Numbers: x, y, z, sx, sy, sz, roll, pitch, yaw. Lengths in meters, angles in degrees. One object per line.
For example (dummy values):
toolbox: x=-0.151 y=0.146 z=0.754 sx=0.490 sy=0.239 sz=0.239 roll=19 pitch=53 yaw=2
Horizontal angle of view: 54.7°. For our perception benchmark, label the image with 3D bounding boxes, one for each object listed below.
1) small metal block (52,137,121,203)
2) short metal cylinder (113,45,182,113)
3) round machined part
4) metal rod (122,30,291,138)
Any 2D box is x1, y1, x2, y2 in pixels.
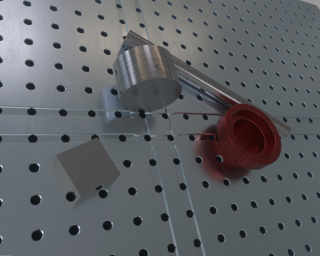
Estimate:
small metal block: x=-0.080 y=0.045 z=0.338 sx=0.050 sy=0.025 sz=0.050 roll=-26 pitch=76 yaw=-37
short metal cylinder: x=-0.017 y=-0.061 z=0.401 sx=0.081 sy=0.080 sz=0.050 roll=-1 pitch=63 yaw=-29
round machined part: x=0.125 y=0.016 z=0.455 sx=0.099 sy=0.042 sz=0.098 roll=14 pitch=56 yaw=-21
metal rod: x=0.080 y=-0.065 z=0.490 sx=0.301 sy=0.025 sz=0.025 roll=29 pitch=52 yaw=-10
